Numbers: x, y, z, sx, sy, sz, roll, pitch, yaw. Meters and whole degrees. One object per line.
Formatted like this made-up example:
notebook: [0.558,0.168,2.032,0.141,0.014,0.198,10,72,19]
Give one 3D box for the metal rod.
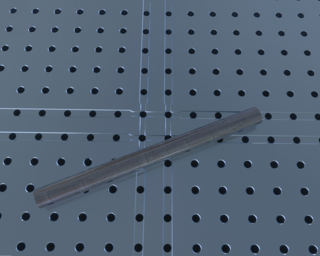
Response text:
metal rod: [-0.009,0.035,0.398,0.302,0.025,0.025,-20,72,-8]
